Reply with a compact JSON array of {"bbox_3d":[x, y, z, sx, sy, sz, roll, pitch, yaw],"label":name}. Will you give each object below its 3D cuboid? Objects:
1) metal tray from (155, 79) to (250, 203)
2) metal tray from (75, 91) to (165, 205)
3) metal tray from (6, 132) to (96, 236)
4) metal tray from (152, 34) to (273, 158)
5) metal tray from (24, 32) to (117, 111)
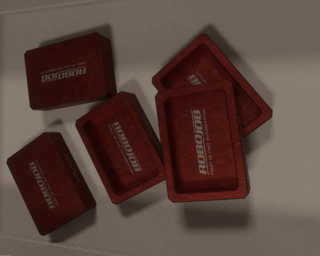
[{"bbox_3d":[0.049,0.016,0.357,0.090,0.030,0.129,-8,87,19],"label":"metal tray"},{"bbox_3d":[-0.049,0.027,0.424,0.090,0.030,0.130,-30,80,17],"label":"metal tray"},{"bbox_3d":[-0.164,0.082,0.464,0.090,0.030,0.130,-33,80,16],"label":"metal tray"},{"bbox_3d":[0.063,-0.039,0.385,0.090,0.030,0.130,-40,78,15],"label":"metal tray"},{"bbox_3d":[-0.132,-0.079,0.453,0.130,0.030,0.089,-8,87,19],"label":"metal tray"}]
